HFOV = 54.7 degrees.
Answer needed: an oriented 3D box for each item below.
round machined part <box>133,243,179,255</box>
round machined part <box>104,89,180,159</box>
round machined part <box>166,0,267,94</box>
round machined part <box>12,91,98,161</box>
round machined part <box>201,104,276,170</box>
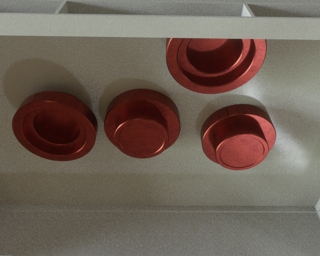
[{"bbox_3d":[-0.008,0.282,0.641,0.099,0.042,0.097,0,130,0],"label":"round machined part"},{"bbox_3d":[-0.023,0.002,0.399,0.099,0.042,0.097,0,130,0],"label":"round machined part"},{"bbox_3d":[0.056,-0.086,0.321,0.099,0.042,0.097,0,137,1],"label":"round machined part"},{"bbox_3d":[-0.128,-0.007,0.391,0.099,0.042,0.097,0,130,0],"label":"round machined part"},{"bbox_3d":[0.106,0.019,0.415,0.099,0.042,0.097,0,130,0],"label":"round machined part"}]
